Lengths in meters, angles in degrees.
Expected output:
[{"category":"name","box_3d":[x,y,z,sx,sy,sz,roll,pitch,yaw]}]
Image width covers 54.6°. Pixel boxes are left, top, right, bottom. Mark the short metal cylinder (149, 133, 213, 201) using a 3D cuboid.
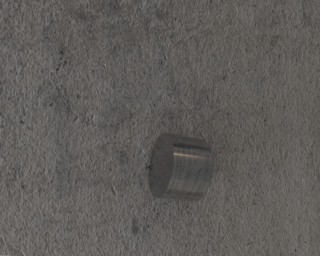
[{"category":"short metal cylinder","box_3d":[0.023,0.049,0.388,0.050,0.080,0.080,10,87,-20]}]
